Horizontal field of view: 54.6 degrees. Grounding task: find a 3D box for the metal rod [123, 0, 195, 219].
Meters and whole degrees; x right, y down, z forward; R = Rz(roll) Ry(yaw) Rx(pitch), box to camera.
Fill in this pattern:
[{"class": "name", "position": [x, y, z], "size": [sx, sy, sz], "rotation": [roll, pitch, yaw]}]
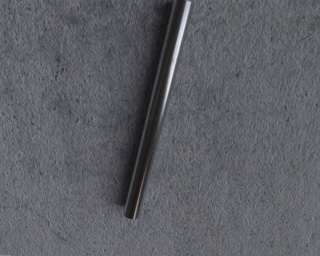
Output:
[{"class": "metal rod", "position": [-0.007, -0.010, 0.405], "size": [0.025, 0.025, 0.298], "rotation": [13, 110, -5]}]
